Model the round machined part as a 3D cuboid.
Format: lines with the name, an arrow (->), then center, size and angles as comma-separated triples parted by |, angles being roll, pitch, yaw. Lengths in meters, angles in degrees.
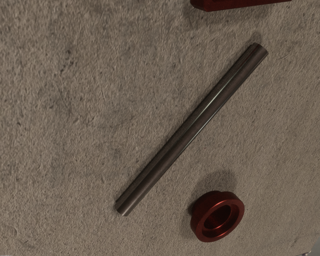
round machined part -> 0.095, 0.149, 0.543 | 0.099, 0.042, 0.097 | -14, 125, -21

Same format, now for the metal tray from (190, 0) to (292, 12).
metal tray -> 0.099, -0.185, 0.344 | 0.131, 0.030, 0.089 | -15, 125, -20

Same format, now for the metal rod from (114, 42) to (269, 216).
metal rod -> 0.040, 0.006, 0.434 | 0.299, 0.025, 0.025 | -50, 129, 7
